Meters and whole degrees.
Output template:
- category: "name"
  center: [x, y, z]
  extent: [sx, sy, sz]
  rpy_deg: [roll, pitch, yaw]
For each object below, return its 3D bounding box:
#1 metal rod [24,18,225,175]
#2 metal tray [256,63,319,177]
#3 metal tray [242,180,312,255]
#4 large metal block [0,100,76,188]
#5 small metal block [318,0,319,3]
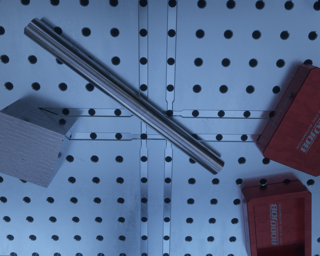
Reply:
- category: "metal rod"
  center: [-0.036, -0.033, 0.400]
  extent: [0.301, 0.025, 0.025]
  rpy_deg: [37, 106, -13]
- category: "metal tray"
  center: [0.200, -0.008, 0.409]
  extent: [0.090, 0.030, 0.129]
  rpy_deg: [21, 109, -8]
- category: "metal tray"
  center: [0.176, 0.148, 0.466]
  extent: [0.090, 0.030, 0.129]
  rpy_deg: [-9, 110, 3]
- category: "large metal block"
  center: [-0.168, 0.021, 0.406]
  extent: [0.080, 0.050, 0.079]
  rpy_deg: [21, 109, -8]
- category: "small metal block"
  center: [0.200, -0.173, 0.351]
  extent: [0.050, 0.025, 0.050]
  rpy_deg: [-40, 106, 13]
